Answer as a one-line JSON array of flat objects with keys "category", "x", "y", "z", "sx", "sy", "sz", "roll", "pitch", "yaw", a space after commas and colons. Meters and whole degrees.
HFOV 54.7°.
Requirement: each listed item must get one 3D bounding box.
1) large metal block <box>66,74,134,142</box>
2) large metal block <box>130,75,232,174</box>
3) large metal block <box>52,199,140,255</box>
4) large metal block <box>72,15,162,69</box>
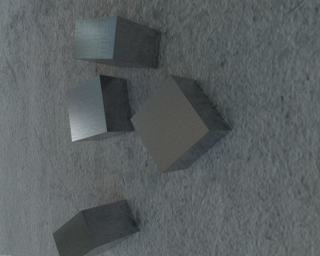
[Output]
[{"category": "large metal block", "x": -0.091, "y": -0.026, "z": 0.461, "sx": 0.080, "sy": 0.050, "sz": 0.080, "roll": -15, "pitch": 81, "yaw": 38}, {"category": "large metal block", "x": 0.023, "y": -0.004, "z": 0.369, "sx": 0.080, "sy": 0.050, "sz": 0.080, "roll": -46, "pitch": 63, "yaw": 30}, {"category": "large metal block", "x": -0.091, "y": 0.149, "z": 0.442, "sx": 0.080, "sy": 0.081, "sz": 0.050, "roll": -41, "pitch": 66, "yaw": 32}, {"category": "large metal block", "x": -0.057, "y": -0.111, "z": 0.414, "sx": 0.080, "sy": 0.081, "sz": 0.050, "roll": 11, "pitch": 97, "yaw": 39}]
